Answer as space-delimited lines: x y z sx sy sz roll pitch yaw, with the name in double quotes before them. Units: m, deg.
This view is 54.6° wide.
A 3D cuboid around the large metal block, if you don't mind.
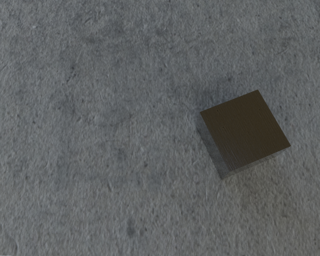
"large metal block" 0.101 0.009 0.392 0.080 0.050 0.080 -21 72 -8
